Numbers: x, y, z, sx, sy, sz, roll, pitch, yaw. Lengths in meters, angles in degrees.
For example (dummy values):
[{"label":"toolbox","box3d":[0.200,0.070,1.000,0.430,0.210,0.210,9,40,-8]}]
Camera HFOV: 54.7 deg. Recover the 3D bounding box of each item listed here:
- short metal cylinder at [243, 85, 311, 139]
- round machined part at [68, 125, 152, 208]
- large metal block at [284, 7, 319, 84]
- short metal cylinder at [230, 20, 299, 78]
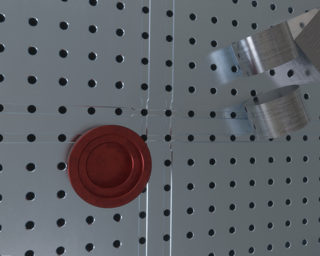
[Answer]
[{"label":"short metal cylinder","box3d":[0.167,-0.023,0.445,0.081,0.080,0.050,-26,99,-18]},{"label":"round machined part","box3d":[-0.063,0.045,0.380,0.099,0.042,0.097,0,90,-20]},{"label":"large metal block","box3d":[0.237,-0.128,0.487,0.080,0.050,0.080,46,76,-15]},{"label":"short metal cylinder","box3d":[0.147,-0.110,0.437,0.081,0.080,0.050,-26,99,-18]}]
